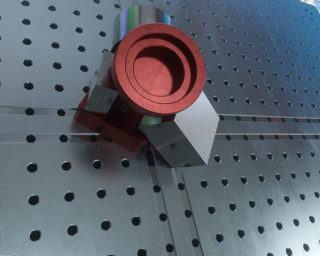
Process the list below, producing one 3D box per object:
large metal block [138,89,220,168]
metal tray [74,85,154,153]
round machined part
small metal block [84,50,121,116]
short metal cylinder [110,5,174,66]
[{"bbox_3d":[0.028,-0.007,0.390,0.080,0.050,0.080,52,44,-32],"label":"large metal block"},{"bbox_3d":[-0.041,-0.042,0.410,0.090,0.030,0.130,30,52,-9],"label":"metal tray"},{"bbox_3d":[-0.004,-0.059,0.337,0.099,0.042,0.097,3,81,-17],"label":"round machined part"},{"bbox_3d":[-0.062,-0.050,0.350,0.025,0.050,0.050,18,55,-19],"label":"small metal block"},{"bbox_3d":[-0.021,-0.103,0.387,0.081,0.080,0.050,13,57,-22],"label":"short metal cylinder"}]
